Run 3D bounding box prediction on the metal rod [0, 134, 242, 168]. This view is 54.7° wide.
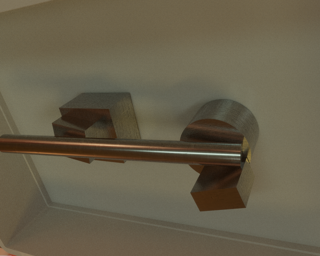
[{"bbox_3d":[-0.061,0.024,0.361,0.301,0.025,0.025,1,119,18],"label":"metal rod"}]

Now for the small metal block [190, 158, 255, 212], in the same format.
[{"bbox_3d":[0.067,0.059,0.325,0.050,0.050,0.025,-15,111,34],"label":"small metal block"}]

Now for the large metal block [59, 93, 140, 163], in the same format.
[{"bbox_3d":[-0.080,-0.002,0.428,0.080,0.050,0.079,3,120,26],"label":"large metal block"}]

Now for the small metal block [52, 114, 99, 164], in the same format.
[{"bbox_3d":[-0.109,0.014,0.406,0.050,0.025,0.050,12,123,21],"label":"small metal block"}]

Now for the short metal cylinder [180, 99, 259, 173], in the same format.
[{"bbox_3d":[0.070,0.013,0.361,0.080,0.050,0.079,13,124,20],"label":"short metal cylinder"}]
